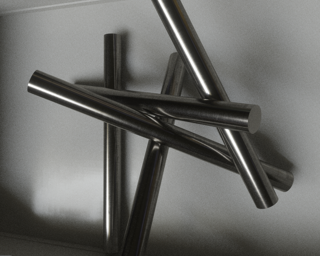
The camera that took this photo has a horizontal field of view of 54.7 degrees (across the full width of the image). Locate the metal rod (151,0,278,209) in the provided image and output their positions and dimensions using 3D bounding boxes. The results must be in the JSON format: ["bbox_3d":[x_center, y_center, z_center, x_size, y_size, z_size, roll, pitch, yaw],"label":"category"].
[{"bbox_3d":[0.045,-0.051,0.312,0.025,0.025,0.299,-26,98,18],"label":"metal rod"}]

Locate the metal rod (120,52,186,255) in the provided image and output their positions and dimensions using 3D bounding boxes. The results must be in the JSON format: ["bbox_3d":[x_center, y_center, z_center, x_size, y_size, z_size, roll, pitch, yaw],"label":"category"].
[{"bbox_3d":[-0.008,0.045,0.350,0.025,0.025,0.299,6,68,19],"label":"metal rod"}]

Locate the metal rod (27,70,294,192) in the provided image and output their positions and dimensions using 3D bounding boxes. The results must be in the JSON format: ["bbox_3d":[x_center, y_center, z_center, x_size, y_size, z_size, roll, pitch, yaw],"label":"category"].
[{"bbox_3d":[0.009,0.008,0.338,0.302,0.025,0.025,22,98,-9],"label":"metal rod"}]

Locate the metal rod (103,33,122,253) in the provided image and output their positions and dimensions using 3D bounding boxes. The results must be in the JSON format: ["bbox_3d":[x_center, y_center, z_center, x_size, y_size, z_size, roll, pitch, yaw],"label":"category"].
[{"bbox_3d":[-0.066,0.021,0.432,0.025,0.025,0.298,0,90,19],"label":"metal rod"}]

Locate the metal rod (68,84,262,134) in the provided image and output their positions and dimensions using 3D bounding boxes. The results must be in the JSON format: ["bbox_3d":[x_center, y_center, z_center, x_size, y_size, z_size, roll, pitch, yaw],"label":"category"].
[{"bbox_3d":[-0.030,-0.031,0.362,0.300,0.025,0.025,12,94,41],"label":"metal rod"}]
